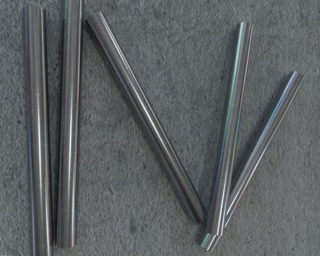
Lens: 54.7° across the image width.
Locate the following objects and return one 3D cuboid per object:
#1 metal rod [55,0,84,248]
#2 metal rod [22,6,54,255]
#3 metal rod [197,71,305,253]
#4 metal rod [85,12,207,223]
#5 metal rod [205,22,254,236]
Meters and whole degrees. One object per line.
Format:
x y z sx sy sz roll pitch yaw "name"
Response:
-0.108 -0.011 0.369 0.025 0.025 0.298 2 89 -20 "metal rod"
-0.140 0.014 0.357 0.025 0.025 0.298 -2 91 -20 "metal rod"
0.140 0.043 0.462 0.025 0.025 0.300 35 78 -17 "metal rod"
-0.012 -0.005 0.405 0.025 0.025 0.299 -31 100 -18 "metal rod"
0.099 -0.005 0.435 0.025 0.025 0.299 13 81 -20 "metal rod"
